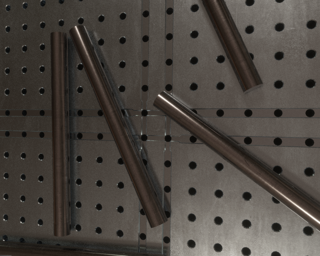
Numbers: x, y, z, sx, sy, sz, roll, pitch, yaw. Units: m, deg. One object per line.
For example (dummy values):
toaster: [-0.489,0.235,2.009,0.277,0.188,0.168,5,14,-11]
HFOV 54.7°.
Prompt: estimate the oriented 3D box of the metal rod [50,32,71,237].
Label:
metal rod: [-0.148,0.009,0.463,0.025,0.025,0.298,-1,90,19]

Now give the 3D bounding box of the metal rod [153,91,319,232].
metal rod: [0.114,0.050,0.372,0.300,0.025,0.025,38,102,15]

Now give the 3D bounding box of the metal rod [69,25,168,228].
metal rod: [-0.061,-0.008,0.432,0.025,0.025,0.299,-27,82,18]

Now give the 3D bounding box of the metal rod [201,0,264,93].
metal rod: [0.056,-0.185,0.392,0.025,0.025,0.299,-25,82,18]

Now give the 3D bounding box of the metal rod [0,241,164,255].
metal rod: [-0.139,0.189,0.459,0.301,0.025,0.025,-3,89,19]
